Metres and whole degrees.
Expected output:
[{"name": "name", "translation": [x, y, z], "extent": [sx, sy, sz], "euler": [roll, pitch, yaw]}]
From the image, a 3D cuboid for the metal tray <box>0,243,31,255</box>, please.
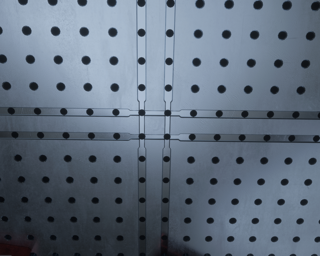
[{"name": "metal tray", "translation": [-0.262, 0.247, 0.498], "extent": [0.091, 0.030, 0.129], "euler": [11, 110, -5]}]
